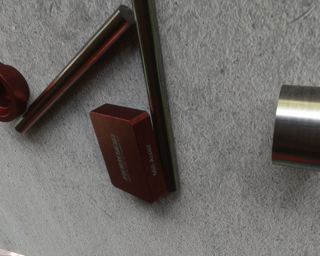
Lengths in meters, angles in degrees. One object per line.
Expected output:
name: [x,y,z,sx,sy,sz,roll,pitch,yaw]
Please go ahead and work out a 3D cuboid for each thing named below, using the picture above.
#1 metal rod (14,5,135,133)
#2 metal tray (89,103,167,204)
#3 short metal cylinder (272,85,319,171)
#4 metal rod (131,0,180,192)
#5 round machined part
metal rod: [-0.136,-0.065,0.438,0.299,0.025,0.025,-32,101,38]
metal tray: [-0.044,0.035,0.432,0.090,0.030,0.129,13,126,41]
short metal cylinder: [0.140,0.000,0.298,0.050,0.080,0.079,8,122,24]
metal rod: [-0.004,-0.045,0.380,0.025,0.025,0.298,5,121,25]
round machined part: [-0.248,-0.061,0.489,0.098,0.042,0.097,13,124,21]
